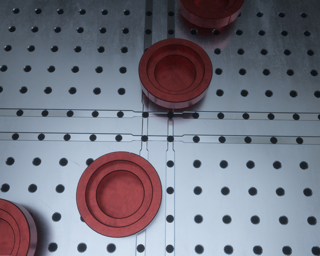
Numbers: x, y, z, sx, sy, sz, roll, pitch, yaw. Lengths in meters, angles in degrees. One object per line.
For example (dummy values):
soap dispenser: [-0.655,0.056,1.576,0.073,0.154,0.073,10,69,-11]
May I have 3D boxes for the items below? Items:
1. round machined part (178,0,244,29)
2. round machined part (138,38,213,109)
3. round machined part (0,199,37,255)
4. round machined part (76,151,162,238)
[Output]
round machined part: [0.076,-0.192,0.473,0.099,0.042,0.098,0,70,0]
round machined part: [0.021,-0.071,0.429,0.099,0.042,0.098,0,70,0]
round machined part: [-0.190,0.132,0.354,0.099,0.042,0.098,0,70,0]
round machined part: [-0.046,0.080,0.373,0.099,0.042,0.098,0,70,0]
